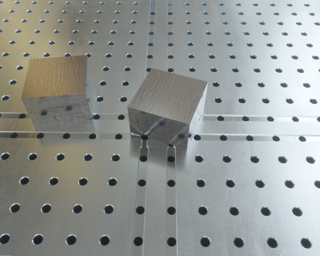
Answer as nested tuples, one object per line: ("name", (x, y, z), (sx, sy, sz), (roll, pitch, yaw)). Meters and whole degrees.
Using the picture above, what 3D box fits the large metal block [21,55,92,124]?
("large metal block", (-0.140, -0.055, 0.438), (0.080, 0.050, 0.080), (-5, 50, -5))

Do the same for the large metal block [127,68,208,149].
("large metal block", (0.012, -0.028, 0.415), (0.080, 0.050, 0.080), (16, 52, 13))
